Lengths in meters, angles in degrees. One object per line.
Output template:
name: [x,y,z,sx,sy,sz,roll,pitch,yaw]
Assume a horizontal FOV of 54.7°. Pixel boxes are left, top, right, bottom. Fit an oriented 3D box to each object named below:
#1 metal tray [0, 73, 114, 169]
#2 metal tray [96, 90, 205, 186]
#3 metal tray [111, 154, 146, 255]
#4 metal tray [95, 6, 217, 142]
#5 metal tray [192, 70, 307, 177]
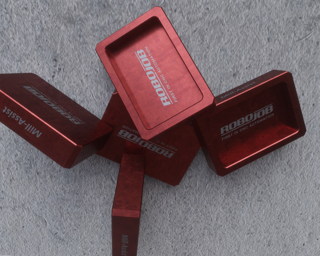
metal tray: [-0.128,-0.014,0.353,0.130,0.090,0.030,35,107,5]
metal tray: [-0.016,0.013,0.413,0.131,0.030,0.089,24,108,-9]
metal tray: [-0.039,0.108,0.395,0.030,0.090,0.129,5,131,-2]
metal tray: [-0.006,-0.060,0.355,0.090,0.030,0.130,-30,79,10]
metal tray: [0.112,-0.007,0.390,0.131,0.030,0.090,-25,109,-7]
